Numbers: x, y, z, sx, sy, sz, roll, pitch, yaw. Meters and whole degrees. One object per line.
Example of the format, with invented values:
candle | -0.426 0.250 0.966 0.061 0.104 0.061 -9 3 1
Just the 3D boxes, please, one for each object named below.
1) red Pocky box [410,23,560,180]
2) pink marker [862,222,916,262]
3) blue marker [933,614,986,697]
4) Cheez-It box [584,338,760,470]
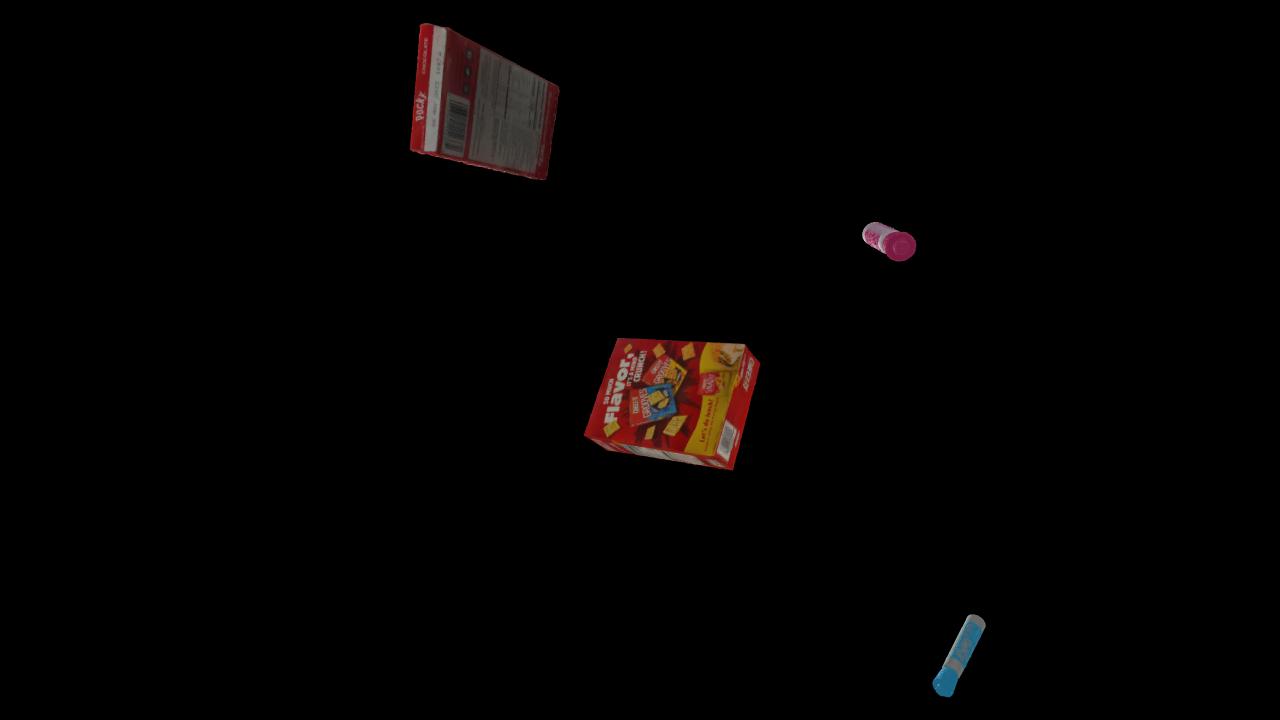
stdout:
red Pocky box | -0.115 -0.191 0.479 0.028 0.083 0.155 14 14 18
pink marker | 0.178 -0.087 0.444 0.020 0.020 0.121 0 16 13
blue marker | 0.323 0.298 0.622 0.020 0.020 0.121 0 14 43
Cheez-It box | 0.043 0.058 0.880 0.223 0.166 0.071 3 -25 35
